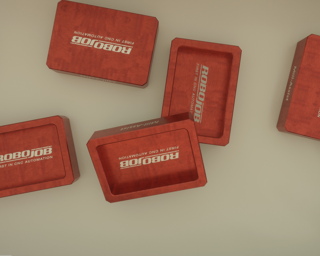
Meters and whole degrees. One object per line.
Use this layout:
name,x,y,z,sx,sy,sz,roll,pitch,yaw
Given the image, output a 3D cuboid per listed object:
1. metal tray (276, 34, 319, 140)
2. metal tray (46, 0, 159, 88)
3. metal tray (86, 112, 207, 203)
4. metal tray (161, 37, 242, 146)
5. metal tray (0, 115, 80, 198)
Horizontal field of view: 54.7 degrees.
metal tray,0.218,-0.048,0.410,0.090,0.030,0.129,14,90,0
metal tray,-0.073,-0.109,0.408,0.131,0.030,0.089,11,90,0
metal tray,-0.014,0.038,0.387,0.131,0.030,0.089,-12,109,7
metal tray,0.051,-0.046,0.408,0.091,0.030,0.129,8,90,0
metal tray,-0.180,0.039,0.407,0.131,0.030,0.089,-11,90,0
